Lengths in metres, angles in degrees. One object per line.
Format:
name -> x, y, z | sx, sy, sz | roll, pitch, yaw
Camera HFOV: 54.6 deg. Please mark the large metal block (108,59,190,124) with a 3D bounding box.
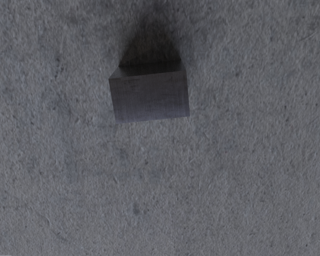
large metal block -> -0.010, -0.045, 0.364 | 0.080, 0.080, 0.050 | -6, 110, 2
